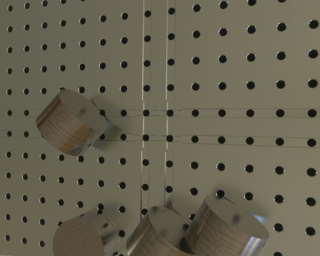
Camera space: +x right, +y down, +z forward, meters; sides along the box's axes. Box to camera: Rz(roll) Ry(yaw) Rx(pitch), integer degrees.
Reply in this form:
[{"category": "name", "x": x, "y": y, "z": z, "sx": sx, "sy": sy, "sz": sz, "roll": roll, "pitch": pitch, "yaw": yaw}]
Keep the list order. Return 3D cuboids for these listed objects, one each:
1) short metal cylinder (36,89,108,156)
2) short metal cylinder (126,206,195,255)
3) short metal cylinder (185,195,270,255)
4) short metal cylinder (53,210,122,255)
[{"category": "short metal cylinder", "x": -0.119, "y": -0.008, "z": 0.425, "sx": 0.050, "sy": 0.080, "sz": 0.080, "roll": -45, "pitch": 76, "yaw": 15}, {"category": "short metal cylinder", "x": 0.006, "y": 0.143, "z": 0.381, "sx": 0.080, "sy": 0.080, "sz": 0.050, "roll": 37, "pitch": 102, "yaw": 16}, {"category": "short metal cylinder", "x": 0.076, "y": 0.122, "z": 0.356, "sx": 0.080, "sy": 0.080, "sz": 0.050, "roll": 30, "pitch": 100, "yaw": 17}, {"category": "short metal cylinder", "x": -0.101, "y": 0.161, "z": 0.435, "sx": 0.080, "sy": 0.050, "sz": 0.079, "roll": 0, "pitch": 90, "yaw": 20}]
